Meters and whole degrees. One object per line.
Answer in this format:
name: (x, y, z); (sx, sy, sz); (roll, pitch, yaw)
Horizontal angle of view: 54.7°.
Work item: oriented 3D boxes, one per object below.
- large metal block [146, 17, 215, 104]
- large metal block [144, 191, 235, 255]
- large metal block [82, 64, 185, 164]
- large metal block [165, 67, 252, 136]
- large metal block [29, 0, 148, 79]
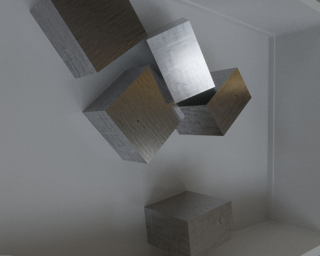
large metal block: (0.024, -0.087, 0.384); (0.050, 0.080, 0.080); (-23, 111, 8)
large metal block: (0.038, 0.123, 0.405); (0.081, 0.080, 0.050); (-11, 97, -40)
large metal block: (-0.028, -0.016, 0.368); (0.080, 0.050, 0.080); (-51, 120, -28)
large metal block: (0.065, -0.035, 0.427); (0.080, 0.080, 0.050); (-48, 119, -29)
large metal block: (-0.073, -0.111, 0.331); (0.080, 0.050, 0.080); (-45, 118, -31)
